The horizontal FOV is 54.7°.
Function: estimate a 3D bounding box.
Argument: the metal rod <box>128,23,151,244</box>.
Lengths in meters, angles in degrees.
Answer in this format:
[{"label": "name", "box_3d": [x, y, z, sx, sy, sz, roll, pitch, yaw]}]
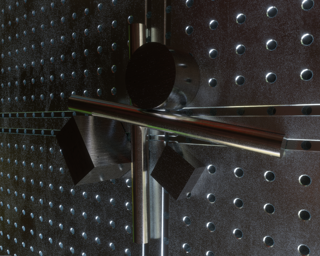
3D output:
[{"label": "metal rod", "box_3d": [-0.028, 0.007, 0.431, 0.025, 0.025, 0.298, -2, 89, 39]}]

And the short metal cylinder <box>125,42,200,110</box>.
[{"label": "short metal cylinder", "box_3d": [0.003, -0.063, 0.389, 0.080, 0.050, 0.079, 0, 90, 39]}]

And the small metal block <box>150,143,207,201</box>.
[{"label": "small metal block", "box_3d": [0.022, 0.054, 0.390, 0.050, 0.025, 0.050, 40, 114, 32]}]

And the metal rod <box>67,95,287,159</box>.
[{"label": "metal rod", "box_3d": [-0.003, -0.010, 0.385, 0.300, 0.025, 0.025, 13, 98, 31]}]

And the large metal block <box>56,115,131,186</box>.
[{"label": "large metal block", "box_3d": [-0.089, 0.030, 0.443, 0.050, 0.081, 0.080, -42, 65, 32]}]
